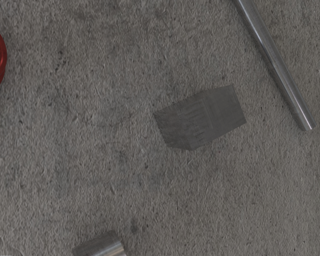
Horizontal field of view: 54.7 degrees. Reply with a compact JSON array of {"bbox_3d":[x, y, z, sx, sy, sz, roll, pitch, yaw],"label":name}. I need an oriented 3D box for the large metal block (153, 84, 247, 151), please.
[{"bbox_3d":[0.048,-0.013,0.398,0.081,0.080,0.050,-25,99,-18],"label":"large metal block"}]

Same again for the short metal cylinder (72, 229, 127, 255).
[{"bbox_3d":[-0.063,0.166,0.357,0.050,0.080,0.080,-21,97,-19],"label":"short metal cylinder"}]

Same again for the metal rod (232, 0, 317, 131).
[{"bbox_3d":[0.160,-0.126,0.468,0.025,0.025,0.299,-36,102,-16],"label":"metal rod"}]

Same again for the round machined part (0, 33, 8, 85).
[{"bbox_3d":[-0.191,-0.075,0.300,0.098,0.042,0.097,-6,90,-65],"label":"round machined part"}]
